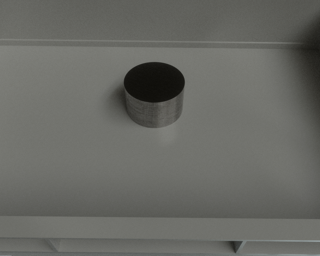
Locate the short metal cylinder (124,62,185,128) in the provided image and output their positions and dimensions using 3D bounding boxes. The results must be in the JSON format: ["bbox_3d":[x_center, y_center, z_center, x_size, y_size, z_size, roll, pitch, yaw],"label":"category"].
[{"bbox_3d":[-0.007,-0.046,0.428,0.081,0.050,0.080,0,50,0],"label":"short metal cylinder"}]
